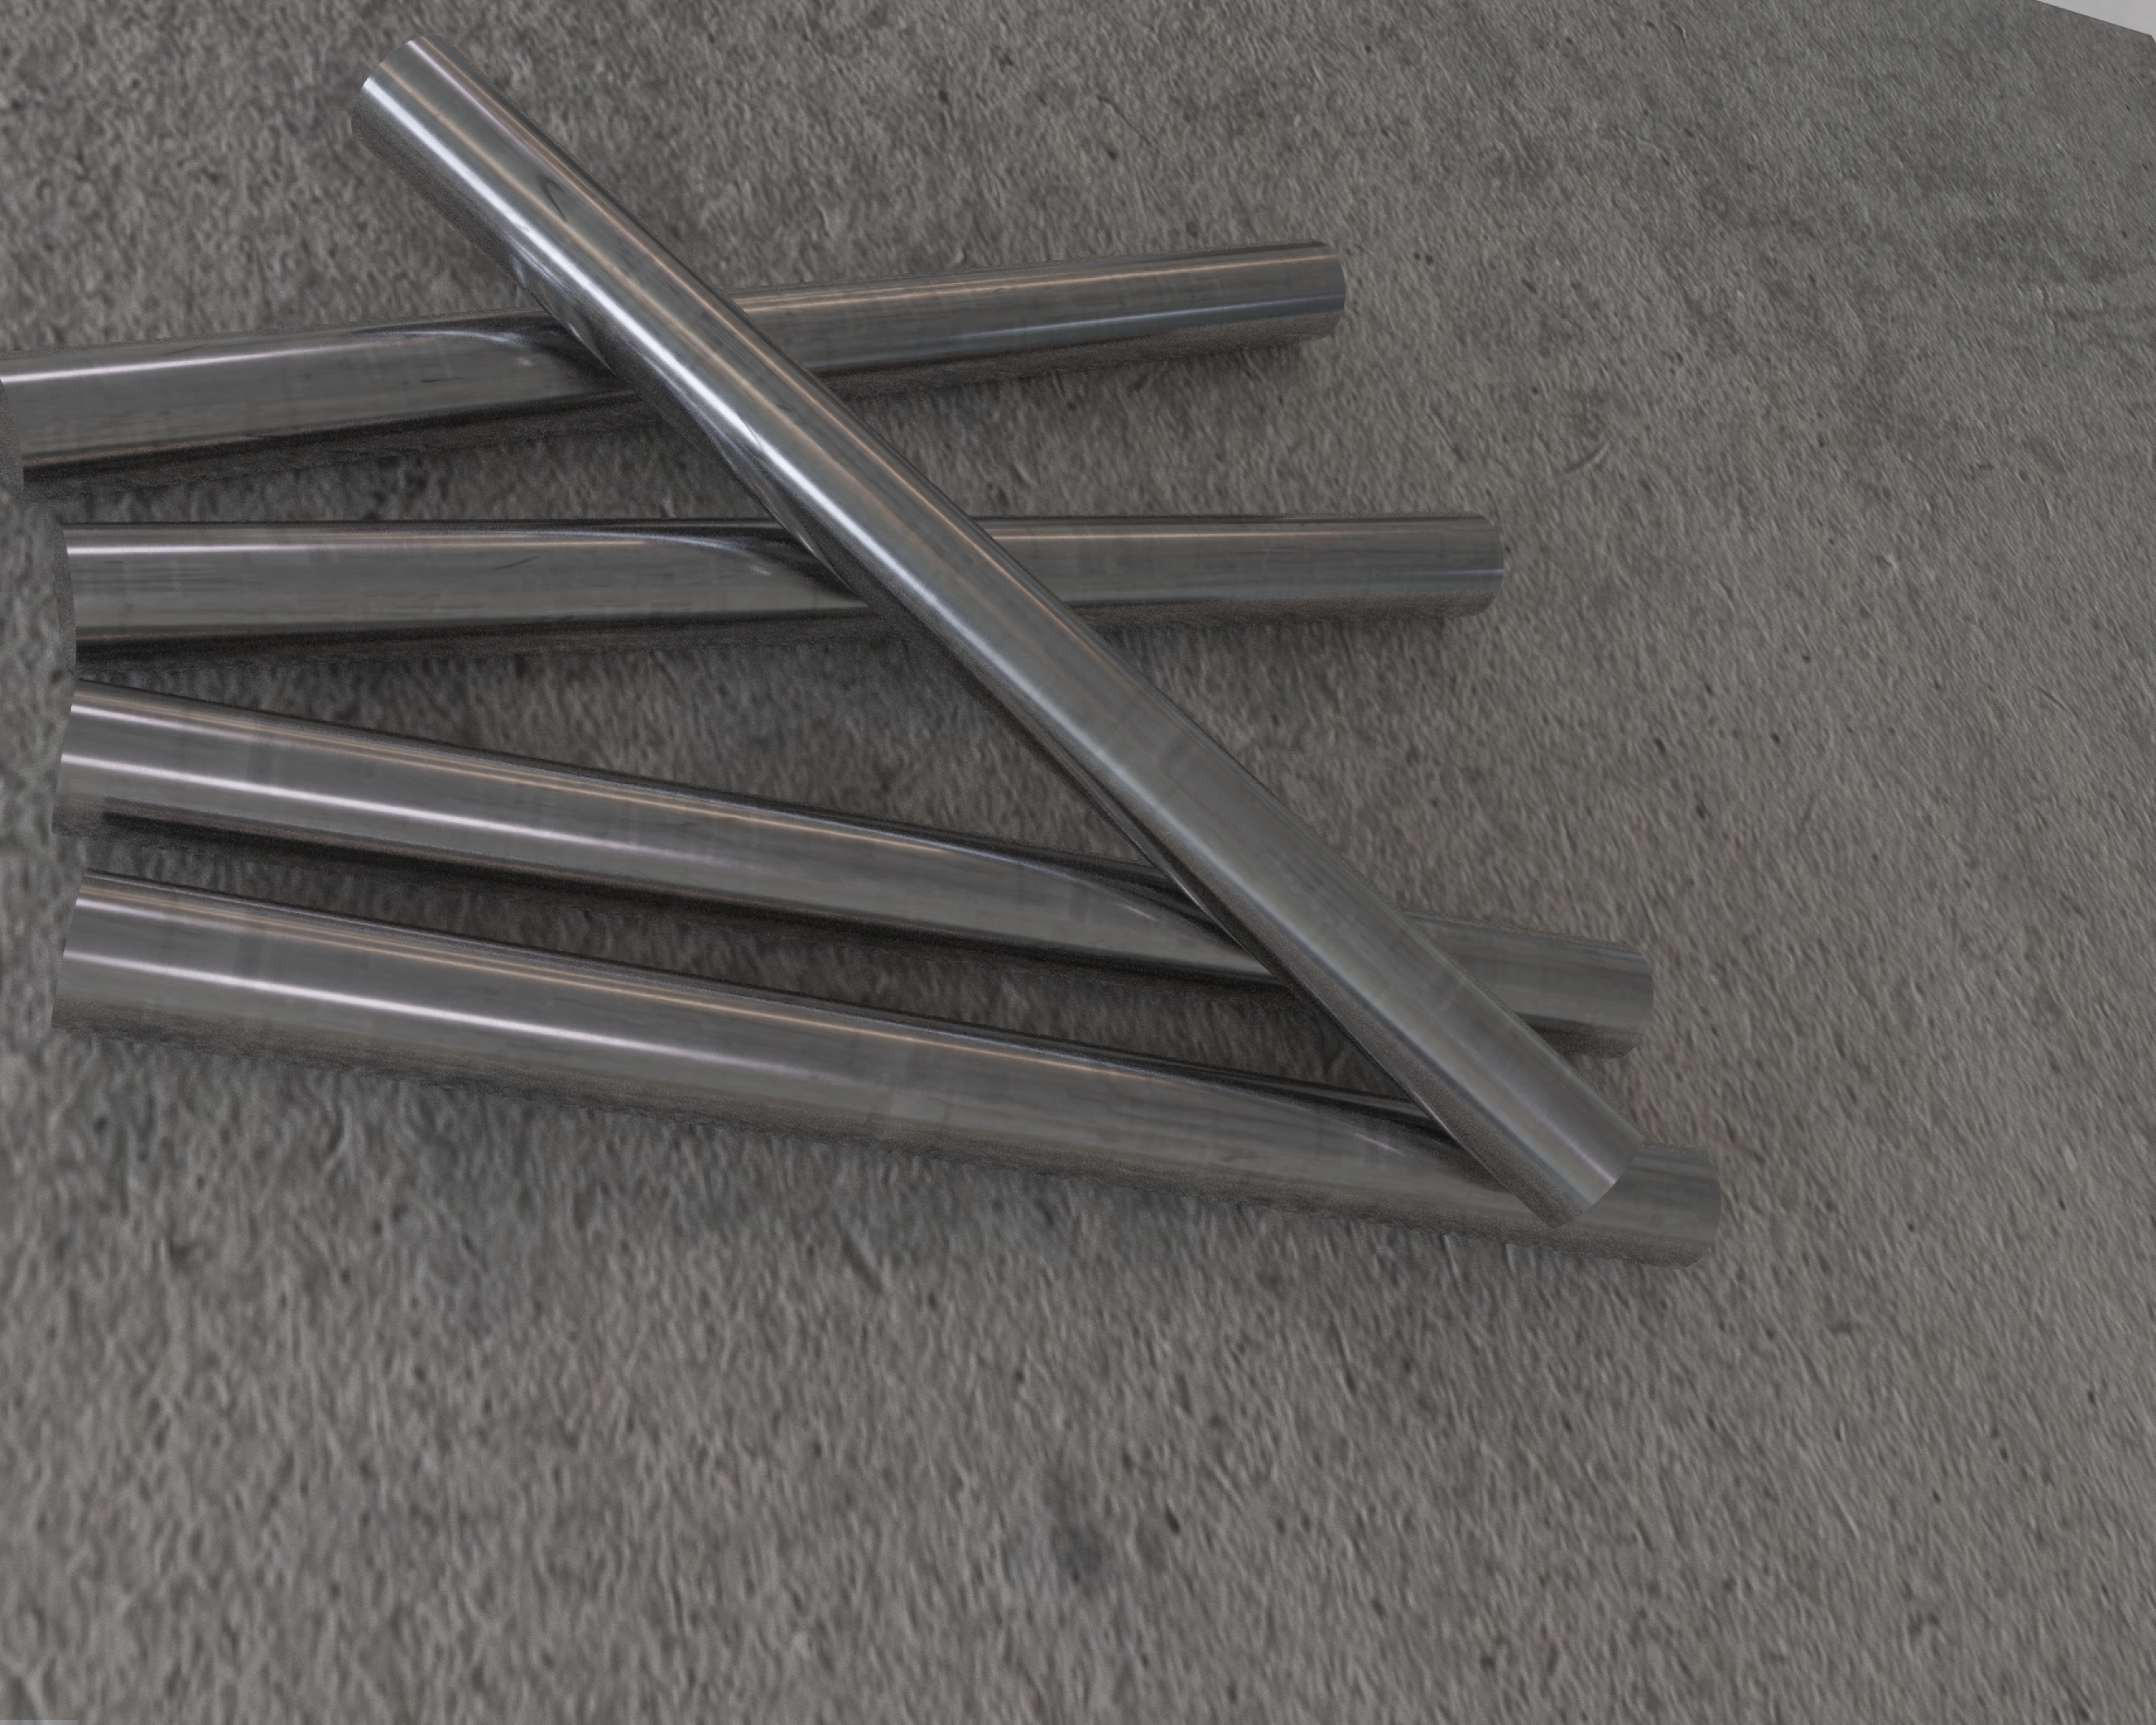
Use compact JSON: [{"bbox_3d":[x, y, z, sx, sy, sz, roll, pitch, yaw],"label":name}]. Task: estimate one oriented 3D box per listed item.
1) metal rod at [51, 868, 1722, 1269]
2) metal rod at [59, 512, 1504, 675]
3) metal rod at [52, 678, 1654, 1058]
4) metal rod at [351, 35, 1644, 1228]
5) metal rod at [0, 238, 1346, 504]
[{"bbox_3d":[-0.014,0.042,0.370,0.302,0.025,0.025,12,57,-22],"label":"metal rod"},{"bbox_3d":[-0.036,-0.057,0.418,0.303,0.025,0.025,-6,65,-31],"label":"metal rod"},{"bbox_3d":[-0.022,0.006,0.387,0.302,0.025,0.025,10,58,-23],"label":"metal rod"},{"bbox_3d":[-0.015,-0.043,0.387,0.300,0.025,0.025,42,51,1],"label":"metal rod"},{"bbox_3d":[-0.061,-0.108,0.436,0.302,0.025,0.025,-16,71,-35],"label":"metal rod"}]
